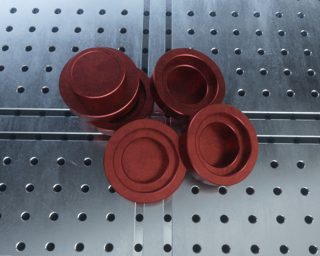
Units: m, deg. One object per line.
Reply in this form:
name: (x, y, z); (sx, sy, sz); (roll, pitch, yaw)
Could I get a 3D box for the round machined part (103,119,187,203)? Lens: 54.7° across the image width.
round machined part: (-0.019, 0.040, 0.379); (0.099, 0.042, 0.097); (1, 84, -10)

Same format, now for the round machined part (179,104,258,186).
round machined part: (0.068, 0.022, 0.383); (0.099, 0.042, 0.097); (3, 80, -21)

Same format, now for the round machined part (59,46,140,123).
round machined part: (-0.075, -0.059, 0.378); (0.099, 0.042, 0.098); (0, 70, -1)

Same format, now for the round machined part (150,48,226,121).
round machined part: (0.033, -0.054, 0.413); (0.099, 0.042, 0.098); (6, 70, -16)

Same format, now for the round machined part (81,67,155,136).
round machined part: (-0.056, -0.035, 0.414); (0.099, 0.042, 0.098); (0, 70, -1)
